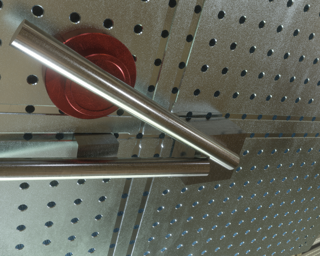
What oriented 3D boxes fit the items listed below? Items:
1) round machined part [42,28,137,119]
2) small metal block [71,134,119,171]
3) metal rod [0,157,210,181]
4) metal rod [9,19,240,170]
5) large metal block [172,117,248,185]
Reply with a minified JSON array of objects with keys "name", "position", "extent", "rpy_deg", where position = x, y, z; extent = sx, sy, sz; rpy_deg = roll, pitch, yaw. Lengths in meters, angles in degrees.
[{"name":"round machined part","position":[-0.071,-0.052,0.330],"extent":[0.099,0.042,0.097],"rpy_deg":[-14,125,-21]},{"name":"small metal block","position":[-0.083,0.035,0.389],"extent":[0.050,0.025,0.050],"rpy_deg":[-1,119,-29]},{"name":"metal rod","position":[-0.084,0.047,0.360],"extent":[0.302,0.025,0.025],"rpy_deg":[2,118,-18]},{"name":"metal rod","position":[-0.008,-0.016,0.336],"extent":[0.301,0.025,0.025],"rpy_deg":[30,102,-35]},{"name":"large metal block","position":[0.068,0.032,0.450],"extent":[0.081,0.050,0.079],"rpy_deg":[-2,120,-28]}]
